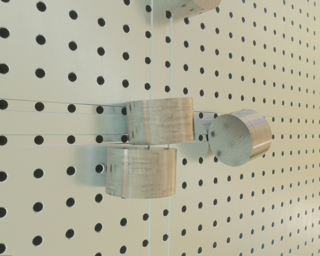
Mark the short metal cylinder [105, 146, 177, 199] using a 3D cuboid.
[{"bbox_3d":[-0.021,0.048,0.355,0.081,0.080,0.050,2,89,-40],"label":"short metal cylinder"}]

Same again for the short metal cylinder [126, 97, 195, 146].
[{"bbox_3d":[0.001,-0.009,0.374,0.081,0.080,0.050,-7,95,-40],"label":"short metal cylinder"}]

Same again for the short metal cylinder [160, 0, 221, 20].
[{"bbox_3d":[0.042,-0.197,0.427,0.081,0.050,0.079,0,90,-40],"label":"short metal cylinder"}]

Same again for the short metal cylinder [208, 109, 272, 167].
[{"bbox_3d":[0.121,0.014,0.475,0.050,0.080,0.079,-14,99,-39],"label":"short metal cylinder"}]
